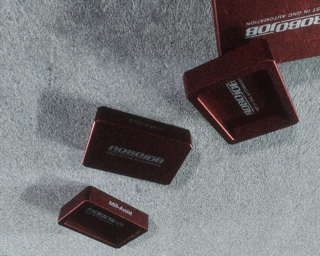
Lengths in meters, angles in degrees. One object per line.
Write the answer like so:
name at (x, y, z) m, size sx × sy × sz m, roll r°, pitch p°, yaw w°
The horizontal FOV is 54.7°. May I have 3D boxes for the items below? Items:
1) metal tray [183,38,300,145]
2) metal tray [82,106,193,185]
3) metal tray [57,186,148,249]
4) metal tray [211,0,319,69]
metal tray at (0.095, -0.032, 0.349) m, size 0.090 × 0.030 × 0.130 m, roll -21°, pitch 143°, yaw 24°
metal tray at (-0.032, 0.028, 0.427) m, size 0.131 × 0.030 × 0.089 m, roll 15°, pitch 129°, yaw -13°
metal tray at (-0.096, 0.159, 0.537) m, size 0.130 × 0.030 × 0.090 m, roll 35°, pitch 122°, yaw -26°
metal tray at (0.122, -0.112, 0.310) m, size 0.131 × 0.030 × 0.090 m, roll -10°, pitch 130°, yaw 8°
